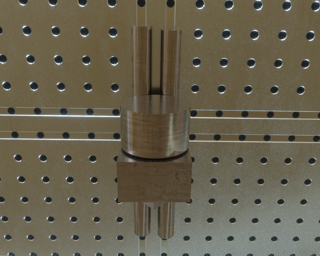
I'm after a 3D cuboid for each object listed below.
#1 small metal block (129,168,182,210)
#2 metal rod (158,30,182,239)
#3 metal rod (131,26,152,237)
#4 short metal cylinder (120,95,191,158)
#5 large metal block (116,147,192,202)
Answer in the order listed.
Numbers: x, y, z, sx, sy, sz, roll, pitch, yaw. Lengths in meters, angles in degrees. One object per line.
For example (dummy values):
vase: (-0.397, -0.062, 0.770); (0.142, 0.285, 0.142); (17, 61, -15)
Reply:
small metal block: (-0.007, 0.075, 0.403); (0.050, 0.050, 0.025); (-18, 118, -42)
metal rod: (0.011, 0.022, 0.423); (0.025, 0.025, 0.298); (1, 110, -1)
metal rod: (-0.024, 0.018, 0.421); (0.025, 0.025, 0.298); (1, 110, -1)
short metal cylinder: (-0.006, -0.005, 0.360); (0.081, 0.080, 0.050); (1, 110, -1)
large metal block: (-0.006, 0.046, 0.374); (0.081, 0.080, 0.050); (0, 110, -1)
